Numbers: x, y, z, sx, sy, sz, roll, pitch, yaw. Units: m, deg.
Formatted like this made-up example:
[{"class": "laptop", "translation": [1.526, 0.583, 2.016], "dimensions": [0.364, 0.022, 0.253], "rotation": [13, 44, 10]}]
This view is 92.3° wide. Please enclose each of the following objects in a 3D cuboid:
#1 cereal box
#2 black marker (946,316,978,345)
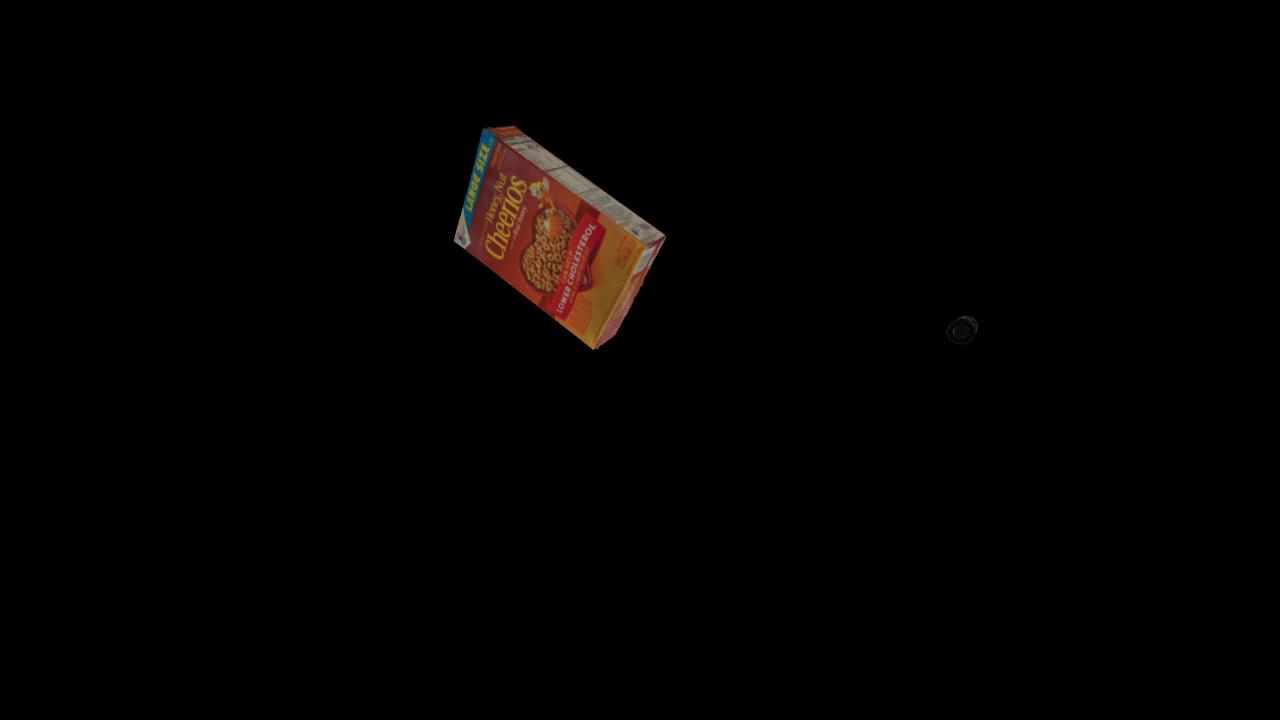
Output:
[{"class": "cereal box", "translation": [-0.133, -0.185, 0.938], "dimensions": [0.306, 0.203, 0.081], "rotation": [38, 37, 10]}, {"class": "black marker", "translation": [0.259, -0.025, 0.493], "dimensions": [0.020, 0.020, 0.121], "rotation": [0, 4, 29]}]
